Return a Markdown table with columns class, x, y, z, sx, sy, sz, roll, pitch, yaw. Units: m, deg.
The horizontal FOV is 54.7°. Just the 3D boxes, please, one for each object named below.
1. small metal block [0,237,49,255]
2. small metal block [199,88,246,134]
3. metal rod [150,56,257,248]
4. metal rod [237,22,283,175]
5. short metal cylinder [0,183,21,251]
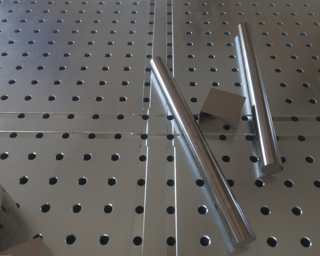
| class | x | y | z | sx | sy | sz | roll | pitch | yaw |
| --- | --- | --- | --- | --- | --- | --- | --- | --- | --- |
| small metal block | -0.130 | 0.139 | 0.290 | 0.050 | 0.025 | 0.050 | -18 | 52 | -15 |
| small metal block | 0.087 | -0.024 | 0.429 | 0.050 | 0.025 | 0.050 | 18 | 52 | 14 |
| metal rod | 0.040 | 0.006 | 0.402 | 0.025 | 0.025 | 0.300 | -13 | 51 | -11 |
| metal rod | 0.142 | -0.066 | 0.463 | 0.025 | 0.025 | 0.300 | 3 | 50 | 2 |
| short metal cylinder | -0.192 | 0.091 | 0.314 | 0.081 | 0.050 | 0.080 | 0 | 50 | 0 |
